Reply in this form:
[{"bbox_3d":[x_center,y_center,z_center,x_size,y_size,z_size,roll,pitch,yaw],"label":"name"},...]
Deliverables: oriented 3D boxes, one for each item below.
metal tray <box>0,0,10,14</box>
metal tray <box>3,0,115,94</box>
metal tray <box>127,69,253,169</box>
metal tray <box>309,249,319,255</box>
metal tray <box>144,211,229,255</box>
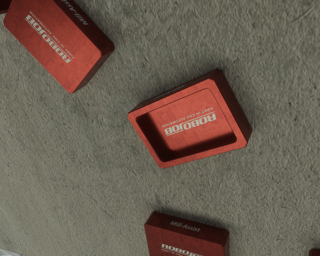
[{"bbox_3d":[-0.263,-0.204,0.415,0.130,0.030,0.089,12,124,21],"label":"metal tray"},{"bbox_3d":[-0.132,-0.120,0.399,0.130,0.030,0.090,47,129,-5],"label":"metal tray"},{"bbox_3d":[0.034,-0.006,0.382,0.130,0.030,0.090,-20,108,35],"label":"metal tray"},{"bbox_3d":[0.257,0.217,0.402,0.090,0.030,0.129,-13,112,33],"label":"metal tray"},{"bbox_3d":[0.043,0.190,0.499,0.130,0.030,0.089,7,122,24],"label":"metal tray"}]
